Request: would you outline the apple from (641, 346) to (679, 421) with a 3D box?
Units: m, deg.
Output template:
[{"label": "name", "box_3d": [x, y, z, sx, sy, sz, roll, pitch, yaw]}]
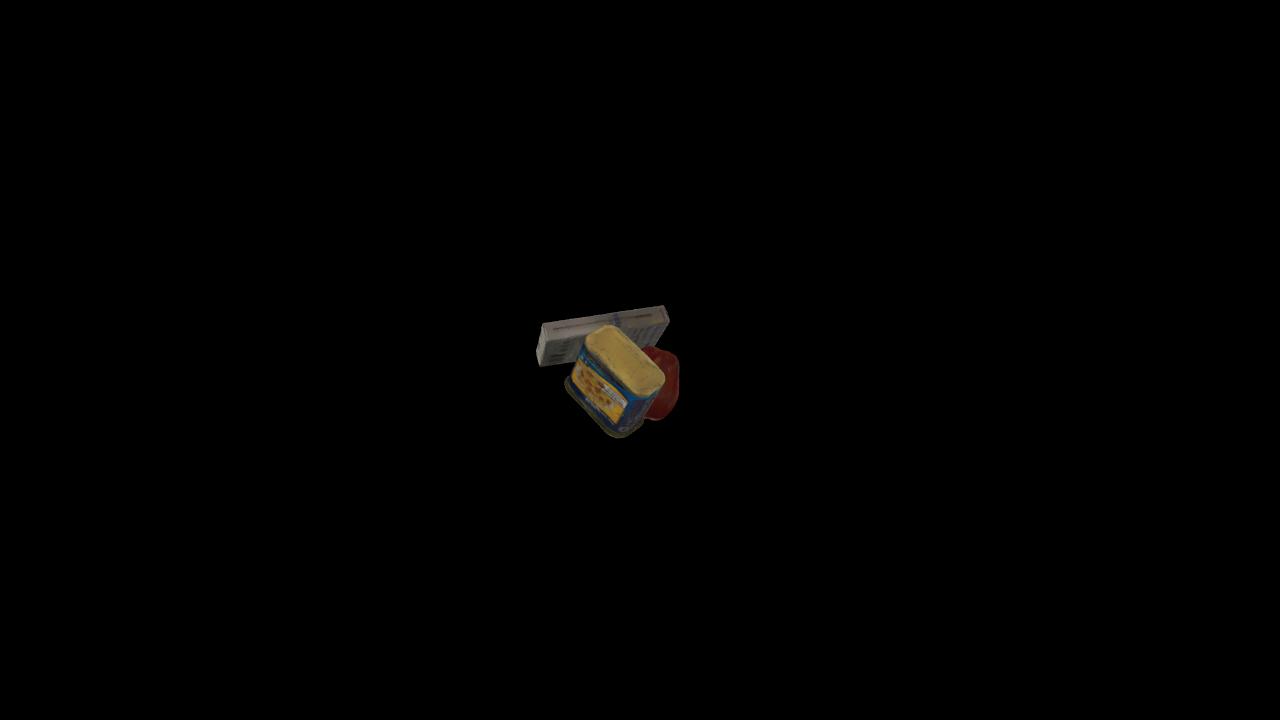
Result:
[{"label": "apple", "box_3d": [0.010, 0.030, 0.747, 0.079, 0.093, 0.079, 19, 6, -2]}]

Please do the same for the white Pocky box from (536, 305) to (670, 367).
[{"label": "white Pocky box", "box_3d": [-0.047, -0.028, 0.756, 0.154, 0.028, 0.084, -9, -21, -20]}]

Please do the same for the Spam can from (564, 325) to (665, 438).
[{"label": "Spam can", "box_3d": [-0.029, 0.023, 0.689, 0.058, 0.101, 0.085, -34, -19, -39]}]
